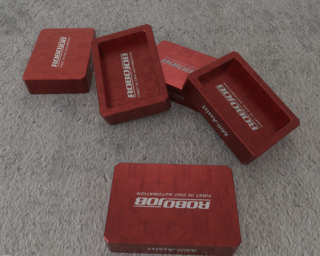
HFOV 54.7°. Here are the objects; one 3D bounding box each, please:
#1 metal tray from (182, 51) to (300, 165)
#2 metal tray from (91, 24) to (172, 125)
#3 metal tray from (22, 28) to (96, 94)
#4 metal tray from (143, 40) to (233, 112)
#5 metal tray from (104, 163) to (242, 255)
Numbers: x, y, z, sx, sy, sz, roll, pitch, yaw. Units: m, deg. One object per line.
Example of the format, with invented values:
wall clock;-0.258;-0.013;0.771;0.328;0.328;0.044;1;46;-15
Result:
metal tray;0.102;-0.029;0.397;0.091;0.030;0.130;-31;75;-26
metal tray;-0.042;-0.076;0.430;0.090;0.030;0.130;-14;65;4
metal tray;-0.153;-0.109;0.491;0.091;0.030;0.130;-1;50;-1
metal tray;0.037;-0.080;0.467;0.130;0.030;0.090;25;54;19
metal tray;0.013;0.084;0.329;0.131;0.030;0.090;2;50;1
